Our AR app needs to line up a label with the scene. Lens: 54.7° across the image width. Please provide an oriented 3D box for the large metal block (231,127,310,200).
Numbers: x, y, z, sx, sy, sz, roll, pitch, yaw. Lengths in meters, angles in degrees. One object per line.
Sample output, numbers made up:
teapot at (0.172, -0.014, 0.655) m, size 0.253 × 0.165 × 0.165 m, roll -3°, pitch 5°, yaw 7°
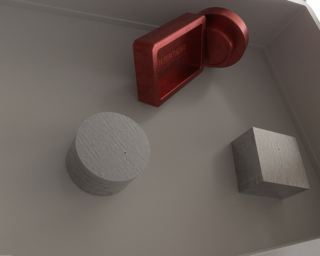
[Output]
large metal block at (0.156, 0.052, 0.444) m, size 0.081 × 0.050 × 0.080 m, roll 12°, pitch 57°, yaw -22°

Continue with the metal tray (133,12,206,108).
metal tray at (0.018, -0.098, 0.434) m, size 0.030 × 0.089 × 0.131 m, roll 22°, pitch 44°, yaw 29°

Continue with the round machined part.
round machined part at (0.086, -0.135, 0.490) m, size 0.098 × 0.098 × 0.042 m, roll 35°, pitch 54°, yaw -5°

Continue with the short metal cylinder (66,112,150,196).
short metal cylinder at (-0.058, 0.029, 0.342) m, size 0.081 × 0.050 × 0.080 m, roll 14°, pitch 56°, yaw -21°

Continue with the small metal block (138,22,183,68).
small metal block at (0.000, -0.125, 0.467) m, size 0.025 × 0.050 × 0.050 m, roll 46°, pitch 51°, yaw 3°
